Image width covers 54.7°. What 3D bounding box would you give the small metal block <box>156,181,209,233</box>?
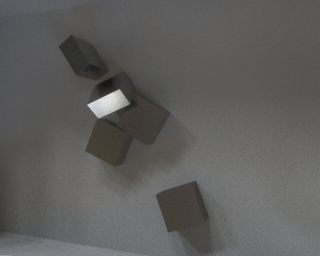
[{"bbox_3d":[0.029,0.101,0.400,0.050,0.025,0.050,-21,83,18],"label":"small metal block"}]

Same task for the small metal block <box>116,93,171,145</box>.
[{"bbox_3d":[-0.022,-0.012,0.418,0.050,0.025,0.050,32,100,17],"label":"small metal block"}]

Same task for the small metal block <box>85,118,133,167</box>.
[{"bbox_3d":[-0.070,0.019,0.435,0.050,0.025,0.050,25,98,18],"label":"small metal block"}]

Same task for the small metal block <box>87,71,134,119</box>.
[{"bbox_3d":[-0.065,-0.045,0.418,0.050,0.050,0.025,-23,123,18],"label":"small metal block"}]

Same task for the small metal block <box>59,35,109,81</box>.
[{"bbox_3d":[-0.106,-0.097,0.434,0.025,0.050,0.050,-36,79,16],"label":"small metal block"}]
